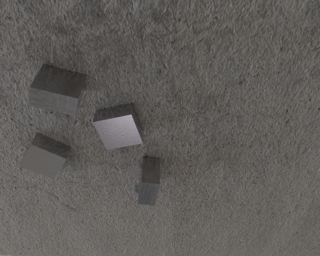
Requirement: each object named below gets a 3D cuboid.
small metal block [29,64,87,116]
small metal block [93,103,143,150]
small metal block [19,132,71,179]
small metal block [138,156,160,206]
[{"bbox_3d":[-0.115,-0.044,0.352,0.050,0.050,0.025,13,129,-11],"label":"small metal block"},{"bbox_3d":[-0.053,-0.001,0.405,0.050,0.025,0.050,-11,130,9],"label":"small metal block"},{"bbox_3d":[-0.163,0.040,0.439,0.050,0.025,0.050,28,125,-22],"label":"small metal block"},{"bbox_3d":[-0.016,0.078,0.457,0.025,0.050,0.050,7,130,-6],"label":"small metal block"}]
